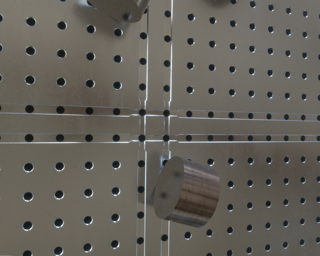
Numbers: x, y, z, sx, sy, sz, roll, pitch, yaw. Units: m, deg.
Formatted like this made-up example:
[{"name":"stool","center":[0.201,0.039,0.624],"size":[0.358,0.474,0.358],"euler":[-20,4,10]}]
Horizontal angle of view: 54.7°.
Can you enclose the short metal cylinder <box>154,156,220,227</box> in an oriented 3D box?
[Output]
[{"name":"short metal cylinder","center":[0.032,0.081,0.397],"size":[0.050,0.080,0.080],"euler":[20,83,-19]}]

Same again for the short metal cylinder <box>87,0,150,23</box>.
[{"name":"short metal cylinder","center":[-0.048,-0.170,0.366],"size":[0.080,0.080,0.050],"euler":[27,81,-19]}]
